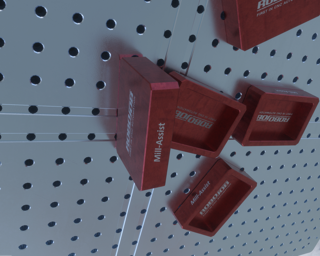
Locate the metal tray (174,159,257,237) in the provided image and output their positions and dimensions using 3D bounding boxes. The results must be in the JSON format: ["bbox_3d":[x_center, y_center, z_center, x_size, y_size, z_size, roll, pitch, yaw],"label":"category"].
[{"bbox_3d":[0.097,0.124,0.536,0.090,0.030,0.130,30,102,-38],"label":"metal tray"}]

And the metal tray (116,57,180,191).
[{"bbox_3d":[-0.020,-0.006,0.354,0.030,0.090,0.129,-7,122,-25],"label":"metal tray"}]

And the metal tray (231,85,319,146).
[{"bbox_3d":[0.185,-0.017,0.497,0.131,0.030,0.089,1,118,-29],"label":"metal tray"}]

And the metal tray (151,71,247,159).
[{"bbox_3d":[0.049,-0.013,0.418,0.131,0.030,0.090,16,109,-39],"label":"metal tray"}]

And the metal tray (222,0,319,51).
[{"bbox_3d":[0.142,-0.163,0.384,0.131,0.030,0.090,-27,128,-12],"label":"metal tray"}]
